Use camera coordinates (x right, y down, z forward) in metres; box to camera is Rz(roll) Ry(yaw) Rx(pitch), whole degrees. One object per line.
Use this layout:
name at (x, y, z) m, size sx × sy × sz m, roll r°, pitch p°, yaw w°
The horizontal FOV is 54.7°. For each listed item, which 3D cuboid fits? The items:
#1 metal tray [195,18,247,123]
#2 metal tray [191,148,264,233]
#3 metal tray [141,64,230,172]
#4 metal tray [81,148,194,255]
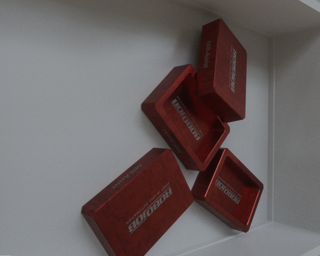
metal tray at (0.094, -0.084, 0.459) m, size 0.090 × 0.030 × 0.130 m, roll 34°, pitch 54°, yaw -41°
metal tray at (0.113, 0.101, 0.500) m, size 0.130 × 0.030 × 0.090 m, roll 42°, pitch 65°, yaw -32°
metal tray at (0.042, -0.013, 0.440) m, size 0.090 × 0.030 × 0.130 m, roll -52°, pitch 121°, yaw -28°
metal tray at (-0.021, 0.096, 0.388) m, size 0.131 × 0.030 × 0.090 m, roll -38°, pitch 114°, yaw -33°
